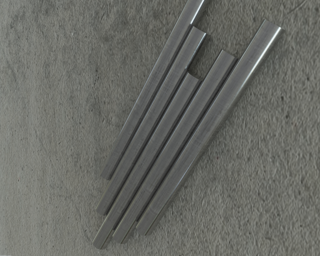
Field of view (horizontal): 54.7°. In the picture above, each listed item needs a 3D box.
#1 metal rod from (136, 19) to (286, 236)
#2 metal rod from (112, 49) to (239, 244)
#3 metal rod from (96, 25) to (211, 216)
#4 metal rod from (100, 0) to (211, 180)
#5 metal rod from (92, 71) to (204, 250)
[{"bbox_3d":[0.046,0.017,0.366,0.025,0.025,0.298,44,116,31],"label":"metal rod"},{"bbox_3d":[0.010,0.039,0.396,0.025,0.025,0.298,44,116,31],"label":"metal rod"},{"bbox_3d":[-0.019,0.005,0.420,0.025,0.025,0.298,44,116,31],"label":"metal rod"},{"bbox_3d":[-0.012,-0.049,0.414,0.025,0.025,0.298,44,116,31],"label":"metal rod"},{"bbox_3d":[-0.025,0.058,0.425,0.025,0.025,0.298,44,116,31],"label":"metal rod"}]
